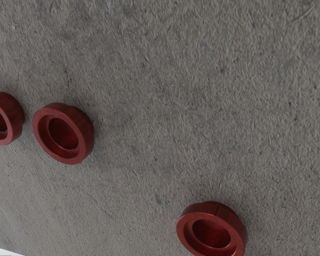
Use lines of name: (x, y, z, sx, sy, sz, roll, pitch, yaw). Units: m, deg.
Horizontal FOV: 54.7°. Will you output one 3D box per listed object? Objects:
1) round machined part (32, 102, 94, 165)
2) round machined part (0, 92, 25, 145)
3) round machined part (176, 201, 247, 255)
round machined part: (-0.141, 0.004, 0.473, 0.098, 0.042, 0.097, 13, 124, 21)
round machined part: (-0.271, -0.023, 0.525, 0.098, 0.042, 0.097, 13, 124, 21)
round machined part: (0.076, 0.145, 0.445, 0.098, 0.042, 0.097, 13, 124, 21)
